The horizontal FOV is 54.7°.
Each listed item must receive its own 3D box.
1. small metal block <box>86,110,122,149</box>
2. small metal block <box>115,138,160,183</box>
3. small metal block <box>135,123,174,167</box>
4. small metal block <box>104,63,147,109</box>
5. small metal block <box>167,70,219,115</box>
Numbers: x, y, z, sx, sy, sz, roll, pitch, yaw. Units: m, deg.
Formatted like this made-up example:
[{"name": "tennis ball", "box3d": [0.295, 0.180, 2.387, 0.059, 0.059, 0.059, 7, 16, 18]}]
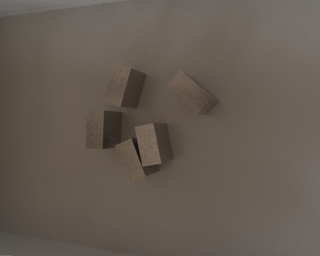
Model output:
[{"name": "small metal block", "box3d": [-0.076, 0.002, 0.424, 0.025, 0.050, 0.050, 2, 91, 20]}, {"name": "small metal block", "box3d": [-0.029, 0.040, 0.407, 0.025, 0.050, 0.050, -23, 82, 19]}, {"name": "small metal block", "box3d": [-0.006, 0.020, 0.399, 0.025, 0.050, 0.050, -13, 86, 20]}, {"name": "small metal block", "box3d": [-0.045, -0.054, 0.413, 0.025, 0.050, 0.050, 18, 96, 19]}, {"name": "small metal block", "box3d": [0.042, -0.042, 0.382, 0.050, 0.050, 0.025, 44, 104, 14]}]
